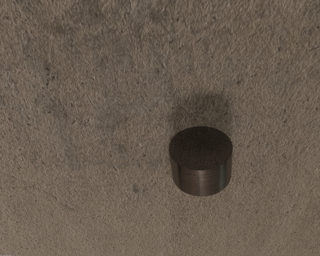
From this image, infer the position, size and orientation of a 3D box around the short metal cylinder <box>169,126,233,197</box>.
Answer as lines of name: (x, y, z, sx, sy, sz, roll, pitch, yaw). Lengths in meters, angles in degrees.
short metal cylinder: (0.054, 0.043, 0.408, 0.080, 0.080, 0.050, -5, 130, 4)
